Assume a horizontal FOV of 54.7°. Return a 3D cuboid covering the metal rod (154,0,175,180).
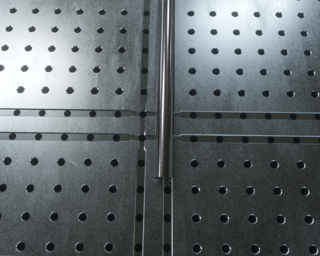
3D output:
[{"bbox_3d":[0.008,-0.077,0.439,0.025,0.025,0.299,1,70,0],"label":"metal rod"}]
